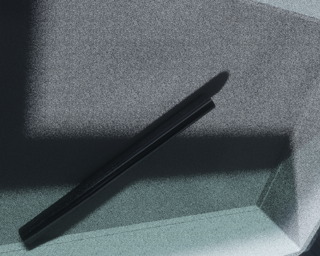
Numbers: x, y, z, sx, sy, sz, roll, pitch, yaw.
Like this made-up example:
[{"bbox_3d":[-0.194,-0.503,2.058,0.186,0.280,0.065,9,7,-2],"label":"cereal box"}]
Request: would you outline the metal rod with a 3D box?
[{"bbox_3d":[-0.053,0.051,0.412,0.301,0.025,0.025,-36,130,-4],"label":"metal rod"}]
